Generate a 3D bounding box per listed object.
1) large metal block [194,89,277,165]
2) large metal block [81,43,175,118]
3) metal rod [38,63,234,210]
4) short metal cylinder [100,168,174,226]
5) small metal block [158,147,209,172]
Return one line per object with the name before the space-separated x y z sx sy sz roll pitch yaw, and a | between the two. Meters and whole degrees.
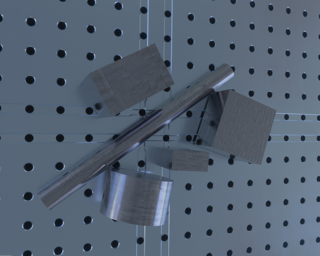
large metal block | 0.106 0.000 0.437 0.080 0.050 0.080 21 83 -19
large metal block | -0.042 -0.053 0.369 0.080 0.080 0.050 -30 100 -18
metal rod | -0.019 0.002 0.406 0.301 0.025 0.025 -36 102 -17
short metal cylinder | -0.028 0.081 0.373 0.081 0.080 0.050 12 86 -20
small metal block | 0.030 0.041 0.412 0.050 0.050 0.025 5 88 -20
